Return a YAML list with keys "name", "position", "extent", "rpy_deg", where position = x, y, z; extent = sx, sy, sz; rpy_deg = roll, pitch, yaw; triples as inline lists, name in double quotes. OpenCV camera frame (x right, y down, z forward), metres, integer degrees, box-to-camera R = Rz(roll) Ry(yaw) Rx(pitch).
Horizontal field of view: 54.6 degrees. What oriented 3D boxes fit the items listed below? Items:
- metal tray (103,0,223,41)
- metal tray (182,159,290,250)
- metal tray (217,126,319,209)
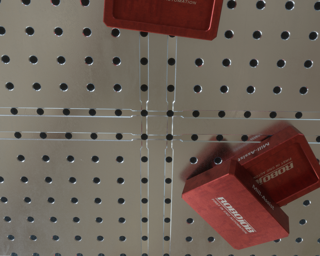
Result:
- name: "metal tray"
  position: [0.005, -0.154, 0.353]
  extent: [0.131, 0.030, 0.089]
  rpy_deg: [7, 110, -3]
- name: "metal tray"
  position: [0.106, 0.111, 0.435]
  extent: [0.090, 0.030, 0.130]
  rpy_deg: [-33, 108, 35]
- name: "metal tray"
  position: [0.152, 0.068, 0.436]
  extent: [0.130, 0.030, 0.090]
  rpy_deg: [-31, 107, 10]
